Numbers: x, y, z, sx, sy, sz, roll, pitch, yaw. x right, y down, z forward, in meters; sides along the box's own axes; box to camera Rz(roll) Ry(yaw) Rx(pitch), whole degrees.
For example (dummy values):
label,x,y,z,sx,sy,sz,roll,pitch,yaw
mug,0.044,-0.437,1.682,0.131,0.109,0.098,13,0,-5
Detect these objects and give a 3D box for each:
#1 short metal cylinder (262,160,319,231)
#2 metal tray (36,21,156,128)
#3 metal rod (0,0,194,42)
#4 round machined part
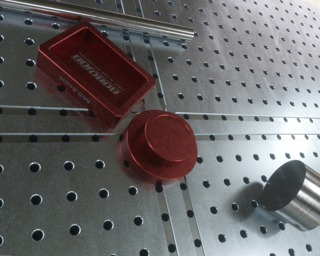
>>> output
label,x,y,z,sx,sy,sz,roll,pitch,yaw
short metal cylinder,0.185,0.090,0.417,0.050,0.080,0.080,34,51,-6
metal tray,-0.081,-0.073,0.405,0.130,0.030,0.090,41,51,-1
metal rod,-0.082,-0.163,0.462,0.303,0.025,0.025,1,61,-28
round machined part,0.005,0.018,0.389,0.099,0.042,0.098,13,56,-21
